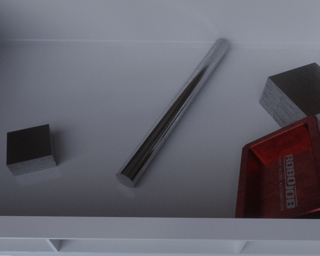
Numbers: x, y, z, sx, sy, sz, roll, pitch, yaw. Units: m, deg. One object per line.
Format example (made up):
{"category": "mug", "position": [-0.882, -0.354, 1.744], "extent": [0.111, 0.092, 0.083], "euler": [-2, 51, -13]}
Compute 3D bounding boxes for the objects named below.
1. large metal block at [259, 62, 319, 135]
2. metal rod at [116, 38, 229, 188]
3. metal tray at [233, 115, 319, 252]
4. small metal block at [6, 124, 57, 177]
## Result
{"category": "large metal block", "position": [0.198, -0.037, 0.422], "extent": [0.081, 0.050, 0.080], "euler": [-18, 53, -15]}
{"category": "metal rod", "position": [0.033, -0.040, 0.439], "extent": [0.025, 0.025, 0.301], "euler": [23, 53, 18]}
{"category": "metal tray", "position": [0.124, 0.050, 0.307], "extent": [0.030, 0.090, 0.130], "euler": [48, 35, -16]}
{"category": "small metal block", "position": [-0.157, 0.026, 0.381], "extent": [0.050, 0.025, 0.050], "euler": [-13, 51, -11]}
